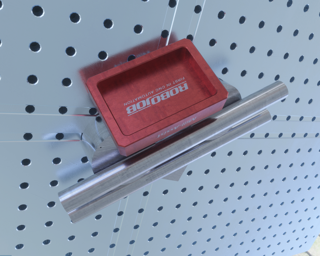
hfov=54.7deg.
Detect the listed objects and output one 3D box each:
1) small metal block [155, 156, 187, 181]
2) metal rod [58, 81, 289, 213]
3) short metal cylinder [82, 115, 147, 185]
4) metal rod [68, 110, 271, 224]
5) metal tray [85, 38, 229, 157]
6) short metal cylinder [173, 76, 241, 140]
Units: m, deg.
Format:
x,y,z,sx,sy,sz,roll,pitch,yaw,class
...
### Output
x,y,z,sx,sy,sz,roll,pitch,yaw,class
0.013,0.047,0.448,0.050,0.025,0.050,16,110,-35,small metal block
0.026,0.016,0.371,0.302,0.025,0.025,-27,128,-12,metal rod
-0.051,0.024,0.383,0.081,0.050,0.079,-14,125,-21,short metal cylinder
0.021,0.044,0.418,0.302,0.025,0.025,-26,128,-13,metal rod
-0.003,-0.037,0.344,0.131,0.090,0.030,-26,160,-13,metal tray
0.060,-0.030,0.412,0.081,0.050,0.079,-14,125,-21,short metal cylinder
